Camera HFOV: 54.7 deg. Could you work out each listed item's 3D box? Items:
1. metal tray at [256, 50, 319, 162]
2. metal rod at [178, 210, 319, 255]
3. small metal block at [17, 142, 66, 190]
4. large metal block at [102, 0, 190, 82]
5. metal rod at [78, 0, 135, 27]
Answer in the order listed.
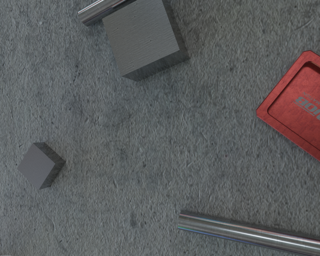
[{"bbox_3d":[0.186,-0.012,0.340,0.130,0.030,0.090,39,102,15],"label":"metal tray"},{"bbox_3d":[0.168,0.133,0.349,0.301,0.025,0.025,6,92,19],"label":"metal rod"},{"bbox_3d":[-0.180,0.057,0.471,0.050,0.025,0.050,38,102,15],"label":"small metal block"},{"bbox_3d":[-0.017,-0.115,0.401,0.080,0.050,0.080,-21,83,18],"label":"large metal block"},{"bbox_3d":[0.023,-0.210,0.400,0.300,0.025,0.025,-22,83,18],"label":"metal rod"}]
